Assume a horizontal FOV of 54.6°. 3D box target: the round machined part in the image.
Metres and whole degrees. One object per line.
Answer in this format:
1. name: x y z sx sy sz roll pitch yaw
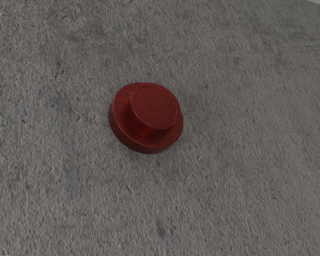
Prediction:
1. round machined part: -0.013 -0.019 0.397 0.099 0.042 0.098 13 56 -21
